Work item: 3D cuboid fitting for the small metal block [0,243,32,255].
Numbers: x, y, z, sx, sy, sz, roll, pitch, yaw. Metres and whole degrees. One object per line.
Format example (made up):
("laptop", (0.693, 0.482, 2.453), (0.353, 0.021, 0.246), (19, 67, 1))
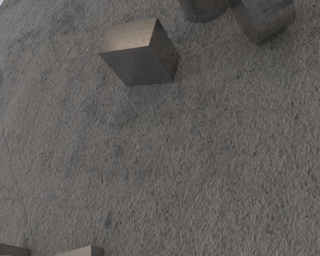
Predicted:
("small metal block", (-0.196, 0.172, 0.385), (0.025, 0.050, 0.050), (-4, 60, 26))

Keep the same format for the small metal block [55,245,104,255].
("small metal block", (-0.092, 0.166, 0.350), (0.050, 0.025, 0.050), (-20, 54, 16))

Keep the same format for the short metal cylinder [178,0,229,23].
("short metal cylinder", (0.067, -0.212, 0.483), (0.080, 0.050, 0.080), (-13, 56, 21))

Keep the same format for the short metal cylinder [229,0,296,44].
("short metal cylinder", (0.128, -0.156, 0.397), (0.050, 0.080, 0.080), (-29, 52, 10))

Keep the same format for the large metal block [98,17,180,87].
("large metal block", (-0.028, -0.106, 0.448), (0.080, 0.080, 0.050), (-1, 62, 28))
